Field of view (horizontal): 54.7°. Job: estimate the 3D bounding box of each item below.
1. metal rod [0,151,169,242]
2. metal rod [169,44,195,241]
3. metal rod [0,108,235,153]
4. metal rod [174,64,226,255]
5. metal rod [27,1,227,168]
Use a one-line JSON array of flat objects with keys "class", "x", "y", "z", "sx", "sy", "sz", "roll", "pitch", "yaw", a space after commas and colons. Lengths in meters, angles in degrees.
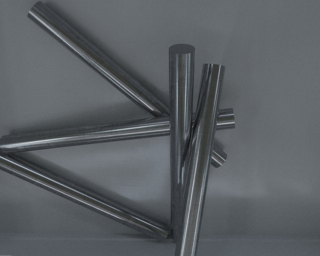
[{"class": "metal rod", "x": -0.124, "y": 0.092, "z": 0.444, "sx": 0.301, "sy": 0.025, "sz": 0.025, "roll": 27, "pitch": 108, "yaw": -10}, {"class": "metal rod", "x": 0.025, "y": 0.044, "z": 0.383, "sx": 0.025, "sy": 0.025, "sz": 0.298, "roll": -2, "pitch": 127, "yaw": 0}, {"class": "metal rod", "x": -0.060, "y": 0.005, "z": 0.393, "sx": 0.301, "sy": 0.025, "sz": 0.025, "roll": -6, "pitch": 110, "yaw": 9}, {"class": "metal rod", "x": 0.039, "y": 0.078, "z": 0.354, "sx": 0.025, "sy": 0.025, "sz": 0.298, "roll": 8, "pitch": 94, "yaw": -3}, {"class": "metal rod", "x": -0.031, "y": -0.046, "z": 0.393, "sx": 0.301, "sy": 0.025, "sz": 0.025, "roll": 39, "pitch": 106, "yaw": -13}]
